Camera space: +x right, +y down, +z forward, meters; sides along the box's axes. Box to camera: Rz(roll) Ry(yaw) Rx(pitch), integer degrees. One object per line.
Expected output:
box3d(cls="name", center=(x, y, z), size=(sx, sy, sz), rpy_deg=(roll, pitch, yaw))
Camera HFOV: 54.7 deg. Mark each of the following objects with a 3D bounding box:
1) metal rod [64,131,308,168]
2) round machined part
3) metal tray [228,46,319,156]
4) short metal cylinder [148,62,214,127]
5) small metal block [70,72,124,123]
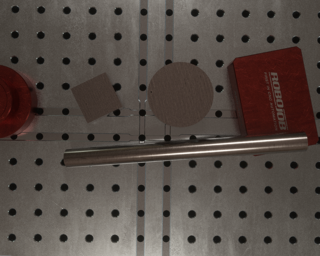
box3d(cls="metal rod", center=(0.026, 0.028, 0.394), size=(0.302, 0.025, 0.025), rpy_deg=(-5, 90, 7))
box3d(cls="round machined part", center=(-0.217, -0.034, 0.402), size=(0.099, 0.042, 0.097), rpy_deg=(0, 90, -1))
box3d(cls="metal tray", center=(0.149, -0.035, 0.413), size=(0.091, 0.030, 0.129), rpy_deg=(-11, 90, -1))
box3d(cls="short metal cylinder", center=(0.025, -0.041, 0.401), size=(0.081, 0.050, 0.079), rpy_deg=(0, 90, -1))
box3d(cls="small metal block", center=(-0.082, -0.039, 0.412), size=(0.050, 0.025, 0.050), rpy_deg=(-26, 90, -1))
